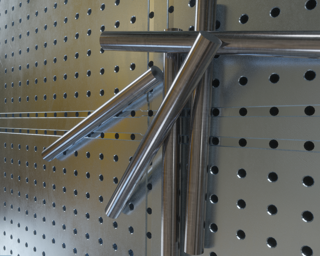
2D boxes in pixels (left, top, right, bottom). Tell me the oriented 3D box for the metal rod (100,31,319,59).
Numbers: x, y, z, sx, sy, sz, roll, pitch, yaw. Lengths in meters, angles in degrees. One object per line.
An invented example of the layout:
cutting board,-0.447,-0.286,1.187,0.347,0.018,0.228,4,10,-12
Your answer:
metal rod,0.056,-0.092,0.334,0.300,0.025,0.025,10,97,30

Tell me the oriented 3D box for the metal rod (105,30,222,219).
metal rod,-0.011,0.019,0.388,0.025,0.025,0.298,50,129,28

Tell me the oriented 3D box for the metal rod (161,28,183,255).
metal rod,0.015,0.025,0.397,0.025,0.025,0.298,1,91,40

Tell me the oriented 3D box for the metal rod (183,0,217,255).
metal rod,0.048,0.000,0.370,0.025,0.025,0.298,4,93,40

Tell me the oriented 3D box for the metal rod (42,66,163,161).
metal rod,-0.107,-0.010,0.499,0.299,0.025,0.025,-31,71,36
